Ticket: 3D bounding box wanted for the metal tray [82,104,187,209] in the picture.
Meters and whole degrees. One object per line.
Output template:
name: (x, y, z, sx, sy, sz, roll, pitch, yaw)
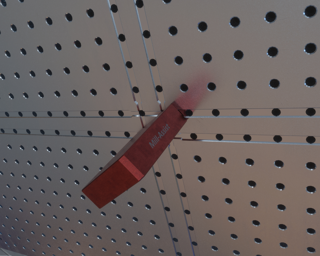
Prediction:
metal tray: (-0.027, 0.030, 0.375, 0.030, 0.131, 0.090, 47, 129, -4)
